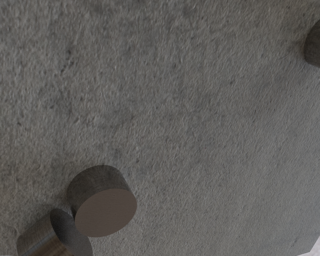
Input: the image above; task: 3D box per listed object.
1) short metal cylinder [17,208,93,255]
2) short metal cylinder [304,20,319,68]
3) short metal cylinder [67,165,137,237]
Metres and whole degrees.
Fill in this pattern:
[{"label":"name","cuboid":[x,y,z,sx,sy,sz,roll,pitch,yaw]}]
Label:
[{"label":"short metal cylinder","cuboid":[-0.132,0.151,0.394,0.050,0.080,0.080,-39,130,-2]},{"label":"short metal cylinder","cuboid":[0.265,-0.124,0.462,0.081,0.050,0.079,-14,125,-21]},{"label":"short metal cylinder","cuboid":[-0.077,0.096,0.409,0.081,0.050,0.079,-14,125,-21]}]
